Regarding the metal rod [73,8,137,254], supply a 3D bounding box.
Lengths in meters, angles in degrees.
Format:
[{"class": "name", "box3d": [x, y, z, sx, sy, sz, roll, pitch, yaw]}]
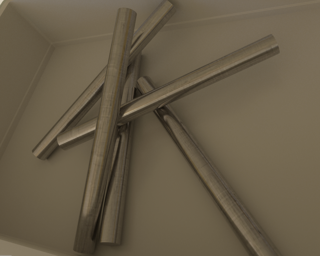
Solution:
[{"class": "metal rod", "box3d": [-0.066, -0.003, 0.382, 0.025, 0.025, 0.298, 5, 82, 30]}]

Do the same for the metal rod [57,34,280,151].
[{"class": "metal rod", "box3d": [0.000, -0.039, 0.395, 0.301, 0.025, 0.025, -24, 53, 13]}]

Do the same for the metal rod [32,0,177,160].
[{"class": "metal rod", "box3d": [-0.085, -0.069, 0.465, 0.300, 0.025, 0.025, -48, 51, 4]}]

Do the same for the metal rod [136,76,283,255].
[{"class": "metal rod", "box3d": [0.040, 0.031, 0.364, 0.025, 0.025, 0.300, -36, 51, 4]}]

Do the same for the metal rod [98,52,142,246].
[{"class": "metal rod", "box3d": [-0.050, 0.003, 0.428, 0.025, 0.025, 0.299, -10, 57, 22]}]
